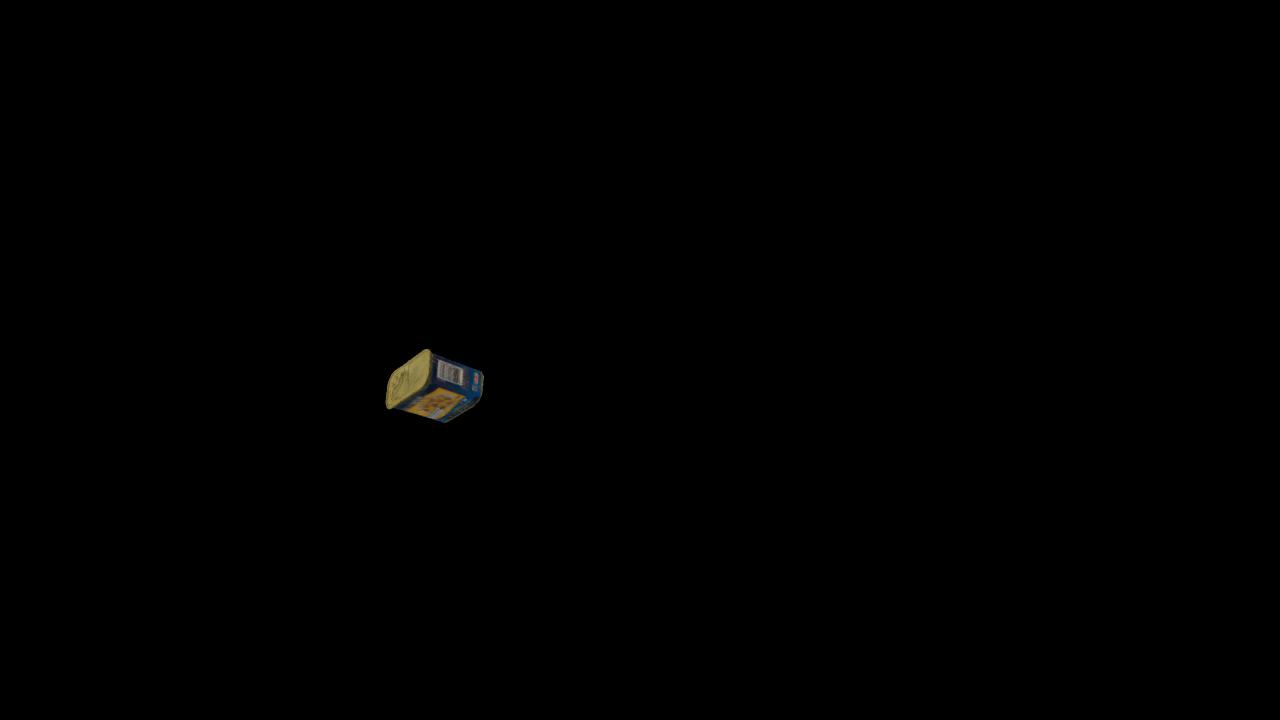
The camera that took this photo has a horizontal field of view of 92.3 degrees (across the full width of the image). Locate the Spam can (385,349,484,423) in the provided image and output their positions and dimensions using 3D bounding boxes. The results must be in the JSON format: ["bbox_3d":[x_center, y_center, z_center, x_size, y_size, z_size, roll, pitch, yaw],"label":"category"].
[{"bbox_3d":[-0.270,0.038,0.814,0.101,0.058,0.085,-28,-36,32],"label":"Spam can"}]
